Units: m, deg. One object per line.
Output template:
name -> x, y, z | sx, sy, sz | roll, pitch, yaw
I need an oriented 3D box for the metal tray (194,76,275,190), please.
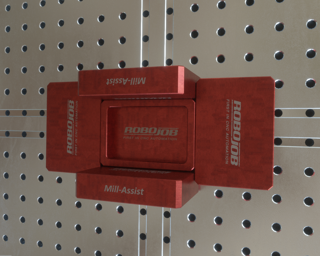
metal tray -> 0.090, 0.005, 0.376 | 0.090, 0.030, 0.129 | 1, 90, 18

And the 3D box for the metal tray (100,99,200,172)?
metal tray -> -0.014, 0.008, 0.412 | 0.130, 0.030, 0.089 | 1, 90, 19

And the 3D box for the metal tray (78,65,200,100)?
metal tray -> -0.023, -0.052, 0.385 | 0.130, 0.090, 0.030 | 1, 91, 19

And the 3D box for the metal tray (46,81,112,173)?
metal tray -> -0.118, -0.001, 0.450 | 0.090, 0.030, 0.129 | 1, 90, 19

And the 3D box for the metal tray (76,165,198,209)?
metal tray -> -0.025, 0.068, 0.384 | 0.130, 0.090, 0.030 | 1, 91, 19
